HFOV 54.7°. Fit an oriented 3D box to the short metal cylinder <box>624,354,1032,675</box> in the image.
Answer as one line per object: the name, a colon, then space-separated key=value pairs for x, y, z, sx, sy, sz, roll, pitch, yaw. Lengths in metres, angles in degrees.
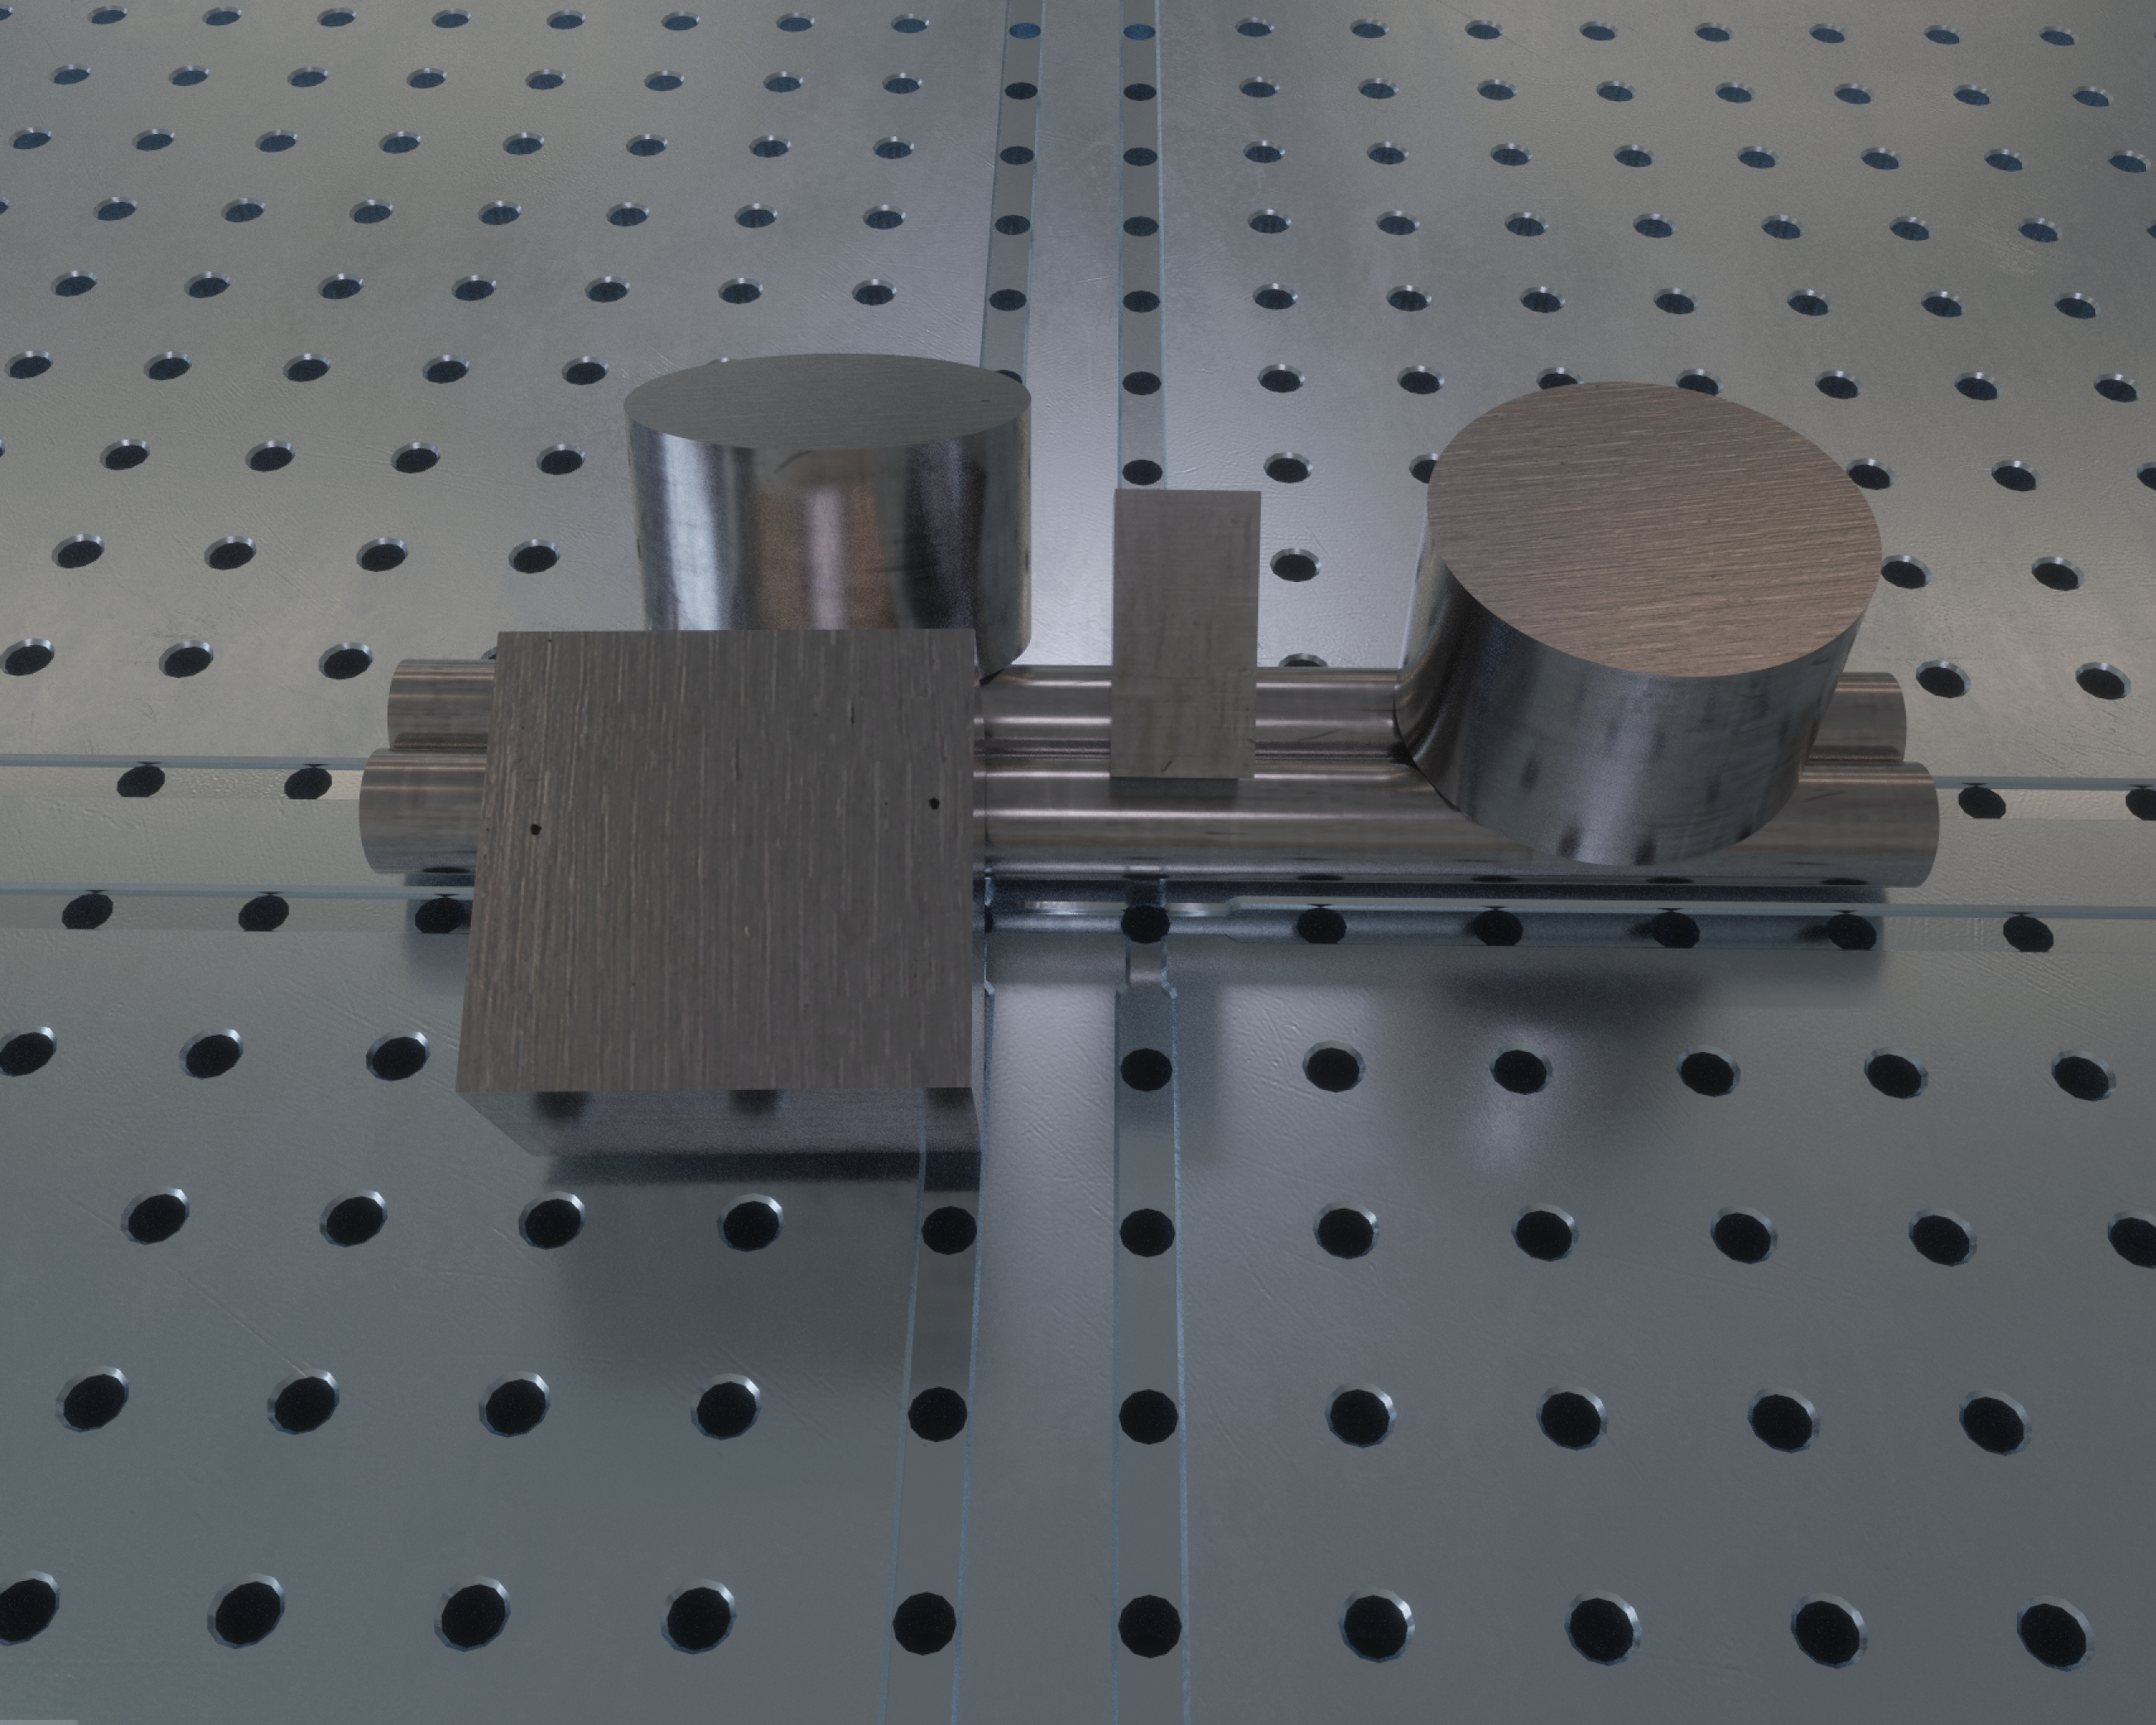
short metal cylinder: x=-0.050 y=-0.070 z=0.427 sx=0.081 sy=0.050 sz=0.080 roll=1 pitch=26 yaw=0

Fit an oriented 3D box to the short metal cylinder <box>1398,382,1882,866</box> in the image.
short metal cylinder: x=0.103 y=-0.046 z=0.394 sx=0.081 sy=0.050 sz=0.080 roll=0 pitch=50 yaw=0

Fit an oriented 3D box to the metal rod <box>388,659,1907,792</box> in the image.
metal rod: x=0.014 y=-0.028 z=0.427 sx=0.302 sy=0.025 sz=0.025 roll=1 pitch=50 yaw=0

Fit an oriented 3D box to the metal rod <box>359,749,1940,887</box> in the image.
metal rod: x=0.014 y=-0.009 z=0.411 sx=0.302 sy=0.025 sz=0.025 roll=1 pitch=50 yaw=0

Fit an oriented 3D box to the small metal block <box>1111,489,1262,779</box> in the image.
small metal block: x=0.019 y=-0.043 z=0.386 sx=0.025 sy=0.050 sz=0.050 roll=1 pitch=8 yaw=0

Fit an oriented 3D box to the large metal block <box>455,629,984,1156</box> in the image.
large metal block: x=-0.057 y=0.006 z=0.363 sx=0.081 sy=0.050 sz=0.080 roll=0 pitch=70 yaw=-1
